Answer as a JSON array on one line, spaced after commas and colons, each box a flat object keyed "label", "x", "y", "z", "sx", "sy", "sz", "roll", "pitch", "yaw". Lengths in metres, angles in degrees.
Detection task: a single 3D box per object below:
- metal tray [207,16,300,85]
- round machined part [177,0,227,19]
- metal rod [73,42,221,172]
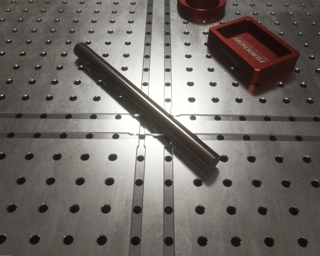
[{"label": "metal tray", "x": 0.152, "y": -0.134, "z": 0.518, "sx": 0.091, "sy": 0.030, "sz": 0.130, "roll": -22, "pitch": 54, "yaw": -18}, {"label": "round machined part", "x": 0.084, "y": -0.262, "z": 0.618, "sx": 0.099, "sy": 0.042, "sz": 0.098, "roll": 1, "pitch": 50, "yaw": 0}, {"label": "metal rod", "x": -0.034, "y": -0.044, "z": 0.443, "sx": 0.025, "sy": 0.025, "sz": 0.300, "roll": -34, "pitch": 58, "yaw": -25}]
